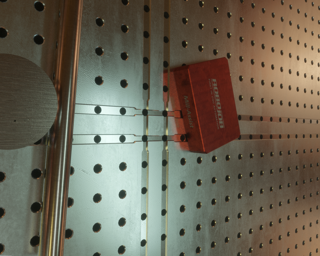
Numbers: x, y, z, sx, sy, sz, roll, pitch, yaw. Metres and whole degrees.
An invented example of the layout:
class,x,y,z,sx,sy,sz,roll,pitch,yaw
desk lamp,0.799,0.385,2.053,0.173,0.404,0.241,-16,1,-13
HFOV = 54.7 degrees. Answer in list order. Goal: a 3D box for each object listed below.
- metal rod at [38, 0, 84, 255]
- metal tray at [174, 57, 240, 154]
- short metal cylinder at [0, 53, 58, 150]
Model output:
class,x,y,z,sx,sy,sz,roll,pitch,yaw
metal rod,-0.102,-0.016,0.324,0.025,0.025,0.298,6,86,-40
metal tray,0.075,-0.036,0.471,0.091,0.030,0.129,-21,103,-38
short metal cylinder,-0.141,-0.022,0.276,0.081,0.050,0.079,0,90,-40
